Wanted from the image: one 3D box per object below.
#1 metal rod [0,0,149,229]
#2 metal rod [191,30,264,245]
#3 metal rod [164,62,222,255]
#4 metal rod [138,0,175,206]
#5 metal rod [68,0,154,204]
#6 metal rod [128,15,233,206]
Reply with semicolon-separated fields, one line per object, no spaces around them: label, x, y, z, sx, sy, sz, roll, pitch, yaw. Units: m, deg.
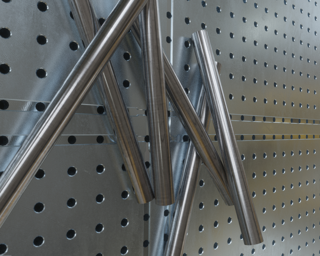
metal rod;-0.083;-0.038;0.304;0.025;0.025;0.300;37;78;-34
metal rod;0.090;0.005;0.430;0.025;0.025;0.299;-4;76;-40
metal rod;0.049;0.045;0.448;0.025;0.025;0.299;22;76;-38
metal rod;-0.006;-0.056;0.368;0.025;0.025;0.298;-10;98;-39
metal rod;-0.060;-0.050;0.357;0.025;0.025;0.299;-27;107;-37
metal rod;0.034;-0.022;0.413;0.025;0.025;0.299;-39;107;-33
